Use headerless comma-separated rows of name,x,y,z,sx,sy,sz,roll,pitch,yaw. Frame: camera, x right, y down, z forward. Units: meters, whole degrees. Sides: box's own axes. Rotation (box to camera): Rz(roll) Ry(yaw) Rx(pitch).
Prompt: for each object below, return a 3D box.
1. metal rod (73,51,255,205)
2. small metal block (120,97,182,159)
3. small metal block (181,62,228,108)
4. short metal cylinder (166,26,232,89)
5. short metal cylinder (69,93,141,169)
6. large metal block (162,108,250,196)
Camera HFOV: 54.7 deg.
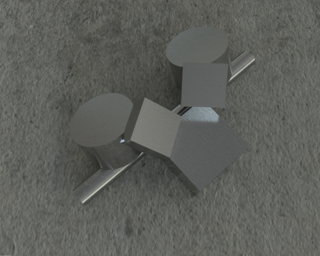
metal rod,0.015,-0.008,0.412,0.301,0.025,0.025,-39,75,-14
small metal block,-0.009,0.001,0.343,0.050,0.025,0.050,26,69,-25
small metal block,0.050,-0.051,0.362,0.050,0.025,0.050,2,101,0
short metal cylinder,0.053,-0.090,0.414,0.080,0.050,0.080,-9,51,12
short metal cylinder,-0.062,0.004,0.379,0.080,0.050,0.080,-9,51,12
large metal block,0.048,0.026,0.385,0.080,0.050,0.080,-40,75,-13
